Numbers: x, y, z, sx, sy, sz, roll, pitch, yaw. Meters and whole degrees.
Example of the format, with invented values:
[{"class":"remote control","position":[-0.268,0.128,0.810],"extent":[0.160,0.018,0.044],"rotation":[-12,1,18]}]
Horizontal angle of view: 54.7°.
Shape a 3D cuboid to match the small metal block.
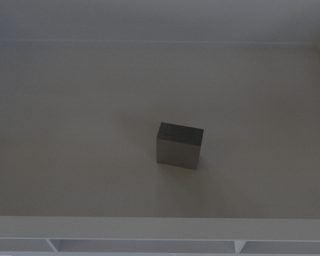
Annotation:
[{"class":"small metal block","position":[0.023,0.022,0.370],"extent":[0.050,0.050,0.025],"rotation":[10,51,8]}]
